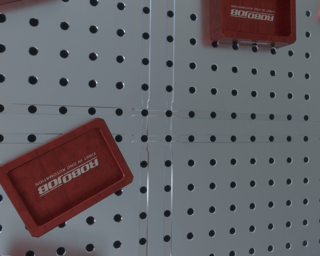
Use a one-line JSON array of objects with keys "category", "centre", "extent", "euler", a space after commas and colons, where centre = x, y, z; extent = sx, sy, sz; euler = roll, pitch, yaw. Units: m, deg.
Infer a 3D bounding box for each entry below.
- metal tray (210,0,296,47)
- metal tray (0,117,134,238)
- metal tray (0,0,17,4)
[{"category": "metal tray", "centre": [0.140, -0.171, 0.460], "extent": [0.131, 0.030, 0.090], "euler": [-1, 91, -20]}, {"category": "metal tray", "centre": [-0.109, 0.055, 0.369], "extent": [0.131, 0.030, 0.090], "euler": [-29, 100, -18]}, {"category": "metal tray", "centre": [-0.175, -0.213, 0.345], "extent": [0.091, 0.030, 0.129], "euler": [-23, 98, -19]}]
